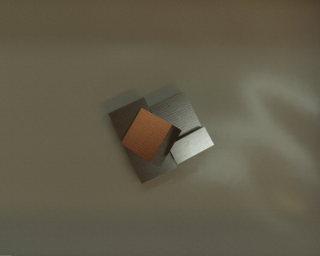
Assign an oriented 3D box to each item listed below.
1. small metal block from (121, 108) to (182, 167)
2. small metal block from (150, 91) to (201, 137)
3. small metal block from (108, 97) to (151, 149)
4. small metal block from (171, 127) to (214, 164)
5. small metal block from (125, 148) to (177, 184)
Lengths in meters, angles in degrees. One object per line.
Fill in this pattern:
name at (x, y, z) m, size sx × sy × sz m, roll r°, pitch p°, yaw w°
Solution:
small metal block at (-0.011, 0.011, 0.372) m, size 0.050 × 0.025 × 0.050 m, roll 30°, pitch 90°, yaw 34°
small metal block at (0.020, -0.014, 0.410) m, size 0.050 × 0.025 × 0.050 m, roll -25°, pitch 90°, yaw -1°
small metal block at (-0.033, -0.007, 0.409) m, size 0.050 × 0.025 × 0.050 m, roll -25°, pitch 90°, yaw -1°
small metal block at (0.037, 0.021, 0.398) m, size 0.050 × 0.050 × 0.025 m, roll -28°, pitch 90°, yaw -1°
small metal block at (-0.011, 0.039, 0.410) m, size 0.050 × 0.025 × 0.050 m, roll -25°, pitch 90°, yaw -1°
